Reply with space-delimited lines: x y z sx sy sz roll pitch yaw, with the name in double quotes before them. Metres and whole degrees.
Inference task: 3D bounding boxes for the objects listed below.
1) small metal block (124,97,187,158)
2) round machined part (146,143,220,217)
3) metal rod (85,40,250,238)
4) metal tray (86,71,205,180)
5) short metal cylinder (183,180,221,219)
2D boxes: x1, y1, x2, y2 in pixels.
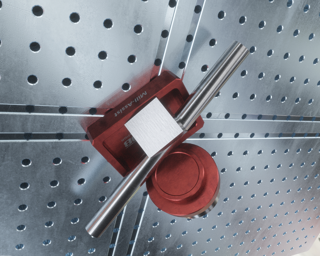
"small metal block" -0.005 0.000 0.366 0.050 0.050 0.025 -40 168 11
"round machined part" 0.027 0.065 0.407 0.098 0.098 0.042 -39 152 -2
"metal rod" 0.004 0.020 0.388 0.025 0.025 0.299 32 100 -39
"metal tray" -0.015 -0.001 0.400 0.130 0.030 0.090 -37 130 -4
"short metal cylinder" 0.041 0.083 0.450 0.080 0.080 0.050 -37 130 -4
